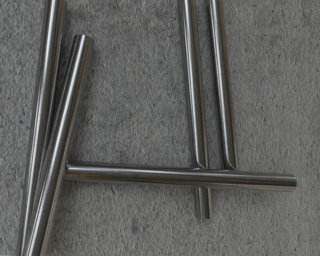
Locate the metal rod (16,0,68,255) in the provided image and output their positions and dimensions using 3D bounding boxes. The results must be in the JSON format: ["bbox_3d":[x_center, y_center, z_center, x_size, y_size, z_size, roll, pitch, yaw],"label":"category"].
[{"bbox_3d":[-0.136,-0.001,0.358,0.025,0.025,0.298,6,88,-20],"label":"metal rod"}]

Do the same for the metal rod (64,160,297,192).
[{"bbox_3d":[0.034,0.063,0.398,0.302,0.025,0.025,5,88,-12],"label":"metal rod"}]

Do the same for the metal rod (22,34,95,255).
[{"bbox_3d":[-0.116,0.037,0.347,0.025,0.025,0.299,14,78,-20],"label":"metal rod"}]

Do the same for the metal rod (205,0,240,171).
[{"bbox_3d":[0.087,-0.078,0.440,0.025,0.025,0.298,-7,93,-20],"label":"metal rod"}]

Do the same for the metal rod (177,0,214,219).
[{"bbox_3d":[0.049,-0.026,0.426,0.025,0.025,0.298,-6,92,-20],"label":"metal rod"}]
